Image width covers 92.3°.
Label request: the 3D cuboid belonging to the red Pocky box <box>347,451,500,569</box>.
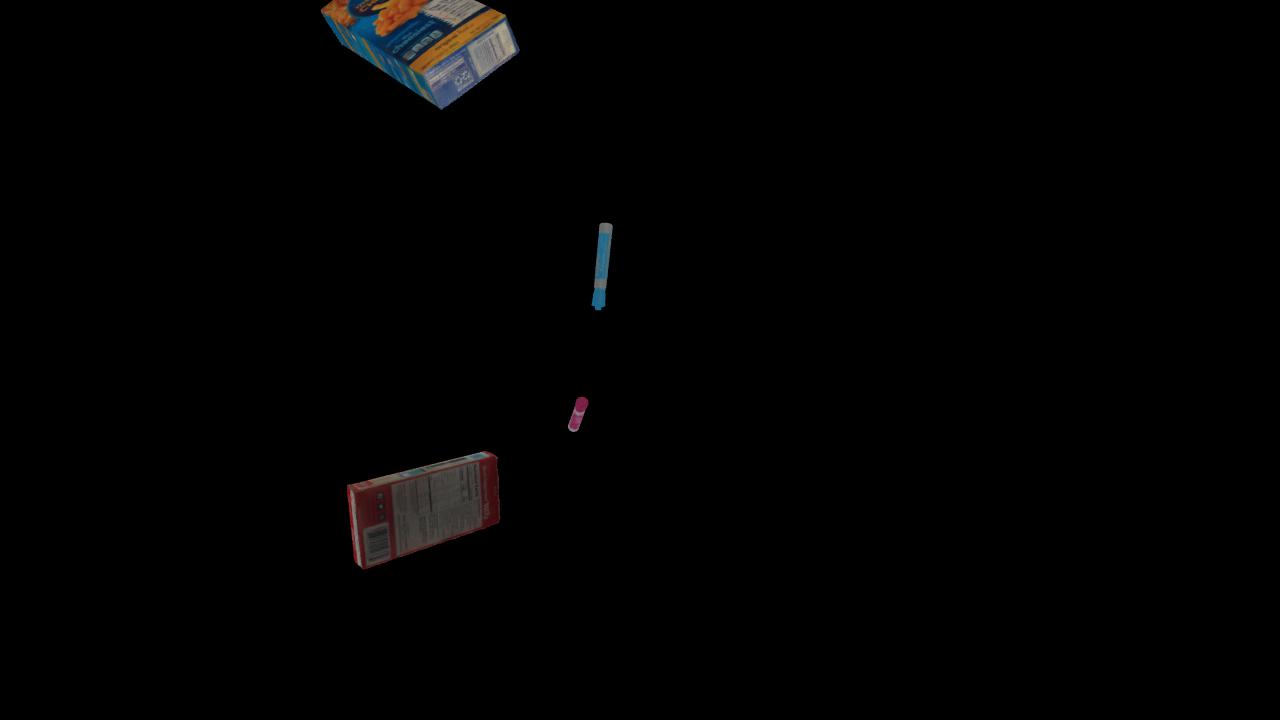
[{"bbox_3d":[-0.222,0.153,0.648,0.155,0.083,0.028,-9,12,-43],"label":"red Pocky box"}]

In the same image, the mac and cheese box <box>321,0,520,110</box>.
[{"bbox_3d":[-0.201,-0.297,0.555,0.184,0.093,0.041,38,-15,28],"label":"mac and cheese box"}]

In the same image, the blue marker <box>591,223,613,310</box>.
[{"bbox_3d":[-0.052,-0.128,0.849,0.020,0.121,0.020,5,-6,0],"label":"blue marker"}]

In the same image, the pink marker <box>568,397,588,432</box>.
[{"bbox_3d":[-0.096,0.084,0.949,0.020,0.020,0.121,0,-24,-13],"label":"pink marker"}]
